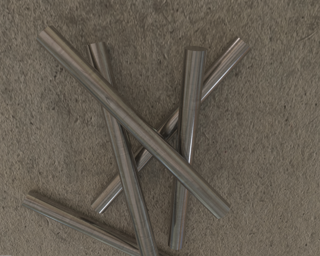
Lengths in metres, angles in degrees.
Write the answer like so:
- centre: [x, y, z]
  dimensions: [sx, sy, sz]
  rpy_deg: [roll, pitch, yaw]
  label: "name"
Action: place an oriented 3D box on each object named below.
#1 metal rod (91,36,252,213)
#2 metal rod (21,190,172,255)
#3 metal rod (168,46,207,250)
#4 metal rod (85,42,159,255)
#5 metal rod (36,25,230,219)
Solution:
- centre: [0.005, 0.006, 0.411]
  dimensions: [0.025, 0.025, 0.299]
  rpy_deg: [38, 106, -13]
  label: "metal rod"
- centre: [-0.062, 0.172, 0.472]
  dimensions: [0.301, 0.025, 0.025]
  rpy_deg: [29, 107, -11]
  label: "metal rod"
- centre: [0.032, 0.045, 0.407]
  dimensions: [0.025, 0.025, 0.298]
  rpy_deg: [3, 117, -1]
  label: "metal rod"
- centre: [-0.045, 0.042, 0.400]
  dimensions: [0.025, 0.025, 0.298]
  rpy_deg: [-12, 101, 4]
  label: "metal rod"
- centre: [-0.023, 0.001, 0.368]
  dimensions: [0.025, 0.025, 0.300]
  rpy_deg: [-42, 101, 14]
  label: "metal rod"
